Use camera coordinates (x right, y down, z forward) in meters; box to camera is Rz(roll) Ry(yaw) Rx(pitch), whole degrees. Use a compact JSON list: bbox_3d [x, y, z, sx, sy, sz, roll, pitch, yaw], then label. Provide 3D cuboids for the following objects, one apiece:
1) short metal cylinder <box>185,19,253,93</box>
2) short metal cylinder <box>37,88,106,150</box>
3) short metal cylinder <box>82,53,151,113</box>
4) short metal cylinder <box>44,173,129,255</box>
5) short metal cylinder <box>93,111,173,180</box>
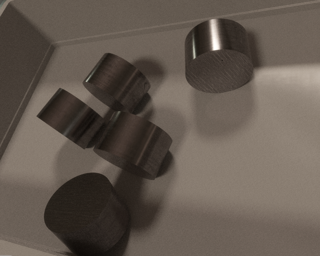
[{"bbox_3d":[0.072,-0.087,0.386,0.080,0.080,0.050,-12,57,21],"label":"short metal cylinder"},{"bbox_3d":[-0.126,-0.013,0.442,0.080,0.080,0.050,27,77,37],"label":"short metal cylinder"},{"bbox_3d":[-0.061,-0.060,0.437,0.080,0.080,0.050,24,75,36],"label":"short metal cylinder"},{"bbox_3d":[-0.083,0.098,0.356,0.080,0.050,0.080,-15,37,12],"label":"short metal cylinder"},{"bbox_3d":[-0.032,0.022,0.372,0.080,0.080,0.050,14,69,33],"label":"short metal cylinder"}]
